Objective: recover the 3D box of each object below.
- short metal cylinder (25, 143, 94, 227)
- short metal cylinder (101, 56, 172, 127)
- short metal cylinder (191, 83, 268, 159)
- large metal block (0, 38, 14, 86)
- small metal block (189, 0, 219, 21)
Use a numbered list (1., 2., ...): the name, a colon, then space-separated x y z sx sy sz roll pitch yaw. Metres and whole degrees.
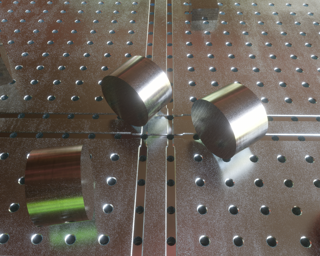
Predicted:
1. short metal cylinder: -0.100 0.058 0.322 0.050 0.080 0.080 -6 50 -5
2. short metal cylinder: -0.031 -0.048 0.412 0.080 0.080 0.050 31 57 23
3. short metal cylinder: 0.083 -0.009 0.380 0.050 0.080 0.080 -28 56 -21
4. large metal block: -0.281 -0.102 0.475 0.081 0.050 0.080 -19 53 -15
5. small metal block: 0.085 -0.235 0.606 0.050 0.025 0.050 -2 50 -2
